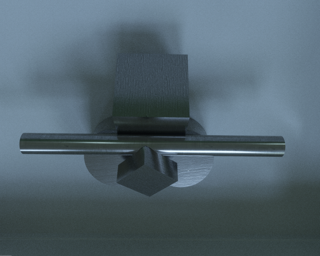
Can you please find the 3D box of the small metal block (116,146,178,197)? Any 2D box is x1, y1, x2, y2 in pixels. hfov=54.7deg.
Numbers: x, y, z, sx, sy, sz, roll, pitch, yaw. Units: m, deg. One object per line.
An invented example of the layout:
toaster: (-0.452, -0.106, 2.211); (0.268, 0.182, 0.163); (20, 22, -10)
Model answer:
small metal block: (-0.015, 0.053, 0.364); (0.050, 0.025, 0.050); (30, 130, -30)

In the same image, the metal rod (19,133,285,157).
metal rod: (-0.008, 0.020, 0.364); (0.302, 0.025, 0.025); (1, 110, -1)

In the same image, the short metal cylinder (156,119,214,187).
short metal cylinder: (0.027, 0.030, 0.408); (0.081, 0.050, 0.079); (0, 110, -1)

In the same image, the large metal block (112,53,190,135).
large metal block: (-0.009, -0.038, 0.360); (0.081, 0.050, 0.080); (1, 67, -1)

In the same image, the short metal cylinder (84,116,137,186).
short metal cylinder: (-0.054, 0.029, 0.407); (0.081, 0.050, 0.079); (0, 110, -1)
